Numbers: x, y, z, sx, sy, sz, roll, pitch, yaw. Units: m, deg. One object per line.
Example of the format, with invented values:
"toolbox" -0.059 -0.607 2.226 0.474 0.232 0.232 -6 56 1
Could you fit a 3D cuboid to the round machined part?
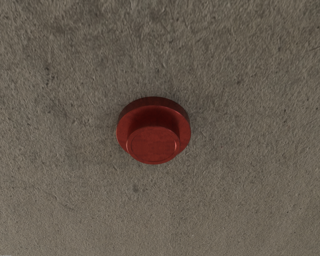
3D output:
"round machined part" -0.008 0.010 0.406 0.099 0.042 0.097 -1 130 0
